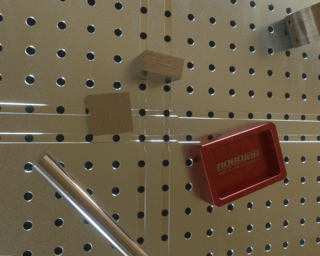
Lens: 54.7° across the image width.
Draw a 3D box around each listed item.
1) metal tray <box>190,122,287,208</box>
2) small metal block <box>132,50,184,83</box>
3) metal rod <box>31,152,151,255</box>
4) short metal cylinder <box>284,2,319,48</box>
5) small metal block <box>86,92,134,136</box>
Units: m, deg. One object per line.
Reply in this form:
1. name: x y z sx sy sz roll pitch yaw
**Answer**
1. metal tray: 0.118 0.050 0.455 0.131 0.030 0.089 -17 96 -20
2. small metal block: -0.003 -0.077 0.399 0.050 0.050 0.025 9 87 -20
3. metal rod: -0.046 0.148 0.396 0.025 0.025 0.300 -44 104 -15
4. short metal cylinder: 0.239 -0.161 0.473 0.081 0.080 0.050 -23 98 -19
5. small metal block: -0.063 -0.018 0.390 0.050 0.025 0.050 -7 93 -20
